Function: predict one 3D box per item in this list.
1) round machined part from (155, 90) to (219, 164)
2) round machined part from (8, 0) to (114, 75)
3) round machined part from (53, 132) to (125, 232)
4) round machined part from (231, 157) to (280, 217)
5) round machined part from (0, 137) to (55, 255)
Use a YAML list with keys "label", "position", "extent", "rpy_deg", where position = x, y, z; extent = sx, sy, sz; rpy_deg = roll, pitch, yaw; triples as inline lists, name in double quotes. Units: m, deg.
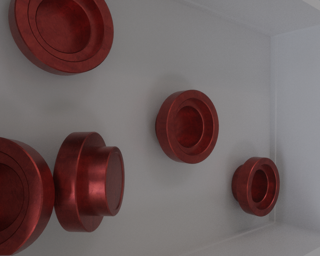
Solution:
- label: "round machined part"
  position: [0.033, -0.002, 0.423]
  extent: [0.099, 0.042, 0.097]
  rpy_deg: [0, 90, -40]
- label: "round machined part"
  position: [-0.100, -0.102, 0.311]
  extent: [0.099, 0.042, 0.097]
  rpy_deg: [0, 90, -40]
- label: "round machined part"
  position: [-0.064, 0.052, 0.308]
  extent: [0.098, 0.042, 0.097]
  rpy_deg: [-2, 91, -82]
- label: "round machined part"
  position: [0.160, 0.098, 0.530]
  extent: [0.099, 0.042, 0.097]
  rpy_deg: [0, 90, -40]
- label: "round machined part"
  position: [-0.134, 0.058, 0.260]
  extent: [0.042, 0.098, 0.098]
  rpy_deg: [52, 47, -78]
